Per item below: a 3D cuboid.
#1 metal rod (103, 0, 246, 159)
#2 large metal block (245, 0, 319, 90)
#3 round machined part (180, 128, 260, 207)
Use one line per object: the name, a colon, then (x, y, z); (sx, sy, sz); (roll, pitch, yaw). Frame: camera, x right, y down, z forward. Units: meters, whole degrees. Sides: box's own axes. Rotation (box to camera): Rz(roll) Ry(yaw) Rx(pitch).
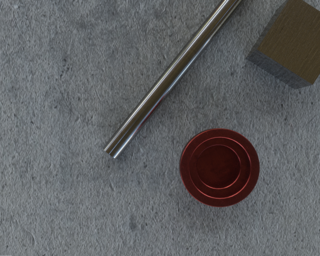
metal rod: (0.028, -0.083, 0.410); (0.025, 0.025, 0.300); (39, 90, 0)
large metal block: (0.173, -0.107, 0.399); (0.080, 0.050, 0.080); (33, 90, 0)
round machined part: (0.074, 0.049, 0.402); (0.099, 0.042, 0.097); (0, 90, 0)
